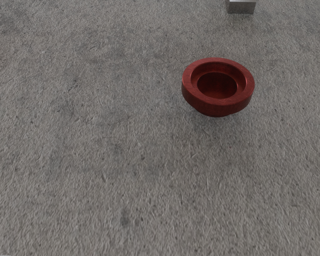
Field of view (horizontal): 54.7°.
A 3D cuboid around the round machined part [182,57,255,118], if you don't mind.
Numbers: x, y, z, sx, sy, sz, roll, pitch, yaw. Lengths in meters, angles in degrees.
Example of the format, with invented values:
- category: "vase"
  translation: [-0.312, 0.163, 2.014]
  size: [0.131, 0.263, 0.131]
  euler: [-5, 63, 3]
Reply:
- category: "round machined part"
  translation: [0.079, -0.053, 0.438]
  size: [0.099, 0.042, 0.098]
  euler: [0, 50, 0]

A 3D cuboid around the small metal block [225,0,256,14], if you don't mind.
- category: "small metal block"
  translation: [0.160, -0.252, 0.618]
  size: [0.050, 0.025, 0.050]
  euler: [2, 50, 1]
